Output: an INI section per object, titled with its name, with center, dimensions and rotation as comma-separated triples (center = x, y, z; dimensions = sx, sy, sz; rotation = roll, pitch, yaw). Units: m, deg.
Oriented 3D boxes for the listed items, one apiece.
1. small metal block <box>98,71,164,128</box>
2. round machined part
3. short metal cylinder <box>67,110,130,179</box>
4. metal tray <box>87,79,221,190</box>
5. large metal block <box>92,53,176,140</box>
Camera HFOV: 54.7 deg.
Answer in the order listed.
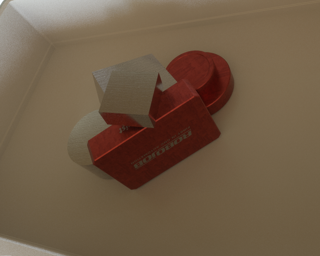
[small metal block]
center = -0.028, -0.029, 0.313
dimensions = 0.050, 0.025, 0.050
rotation = 4, 62, 15
[round machined part]
center = 0.044, -0.063, 0.407
dimensions = 0.098, 0.042, 0.098
rotation = -13, 56, 20
[short metal cylinder]
center = -0.074, 0.022, 0.411
dimensions = 0.080, 0.050, 0.080
rotation = -13, 56, 20
[metal tray]
center = -0.003, 0.013, 0.354
dimensions = 0.130, 0.090, 0.030
rotation = -33, 51, 6
[large metal block]
center = -0.027, -0.039, 0.379
dimensions = 0.081, 0.050, 0.080
rotation = -22, 49, -16
